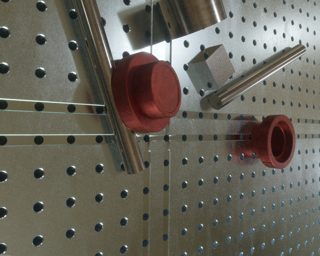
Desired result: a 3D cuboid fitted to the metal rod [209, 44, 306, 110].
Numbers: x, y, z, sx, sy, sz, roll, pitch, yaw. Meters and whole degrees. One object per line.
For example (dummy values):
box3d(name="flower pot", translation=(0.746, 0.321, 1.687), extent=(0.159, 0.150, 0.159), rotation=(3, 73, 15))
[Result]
box3d(name="metal rod", translation=(0.192, -0.103, 0.569), extent=(0.302, 0.025, 0.025), rotation=(-31, 110, -36))

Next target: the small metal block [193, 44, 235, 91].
box3d(name="small metal block", translation=(0.085, -0.094, 0.480), extent=(0.050, 0.025, 0.050), rotation=(-47, 118, -30))

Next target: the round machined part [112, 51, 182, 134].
box3d(name="round machined part", translation=(-0.009, -0.044, 0.372), extent=(0.098, 0.042, 0.098), rotation=(16, 70, -55))

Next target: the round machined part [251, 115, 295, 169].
box3d(name="round machined part", translation=(0.205, 0.025, 0.570), extent=(0.099, 0.042, 0.097), rotation=(0, 90, -40))

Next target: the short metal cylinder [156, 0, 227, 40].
box3d(name="short metal cylinder", translation=(0.042, -0.155, 0.408), extent=(0.081, 0.080, 0.050), rotation=(-35, 112, -34))

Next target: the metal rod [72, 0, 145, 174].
box3d(name="metal rod", translation=(-0.069, -0.088, 0.350), extent=(0.025, 0.025, 0.298), rotation=(-25, 106, -37))
